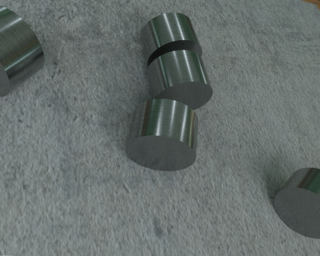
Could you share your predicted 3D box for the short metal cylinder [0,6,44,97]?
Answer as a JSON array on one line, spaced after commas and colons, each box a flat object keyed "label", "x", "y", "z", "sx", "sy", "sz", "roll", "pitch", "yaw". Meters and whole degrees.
[{"label": "short metal cylinder", "x": -0.172, "y": -0.080, "z": 0.325, "sx": 0.080, "sy": 0.080, "sz": 0.050, "roll": 37, "pitch": 51, "yaw": -4}]

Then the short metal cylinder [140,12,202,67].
[{"label": "short metal cylinder", "x": 0.016, "y": -0.120, "z": 0.452, "sx": 0.081, "sy": 0.080, "sz": 0.050, "roll": -1, "pitch": 62, "yaw": -29}]

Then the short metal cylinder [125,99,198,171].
[{"label": "short metal cylinder", "x": 0.004, "y": 0.010, "z": 0.366, "sx": 0.080, "sy": 0.080, "sz": 0.050, "roll": 20, "pitch": 54, "yaw": -17}]

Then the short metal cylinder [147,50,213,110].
[{"label": "short metal cylinder", "x": 0.026, "y": -0.060, "z": 0.421, "sx": 0.081, "sy": 0.080, "sz": 0.050, "roll": 2, "pitch": 61, "yaw": -28}]

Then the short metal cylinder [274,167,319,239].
[{"label": "short metal cylinder", "x": 0.205, "y": 0.101, "z": 0.420, "sx": 0.050, "sy": 0.080, "sz": 0.080, "roll": -33, "pitch": 81, "yaw": -38}]
